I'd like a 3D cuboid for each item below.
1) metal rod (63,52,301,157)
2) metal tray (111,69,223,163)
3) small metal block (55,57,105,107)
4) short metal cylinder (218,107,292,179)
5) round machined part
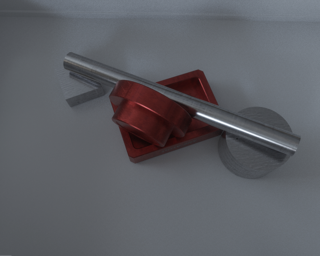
[{"bbox_3d":[0.015,-0.035,0.377,0.301,0.025,0.025,22,71,14],"label":"metal rod"},{"bbox_3d":[0.010,-0.017,0.411,0.131,0.030,0.090,-18,71,-7],"label":"metal tray"},{"bbox_3d":[-0.111,-0.064,0.430,0.050,0.025,0.050,-21,72,-8],"label":"small metal block"},{"bbox_3d":[0.118,0.020,0.389,0.081,0.050,0.080,0,70,0],"label":"short metal cylinder"},{"bbox_3d":[-0.016,-0.012,0.360,0.098,0.098,0.042,26,80,9],"label":"round machined part"}]
